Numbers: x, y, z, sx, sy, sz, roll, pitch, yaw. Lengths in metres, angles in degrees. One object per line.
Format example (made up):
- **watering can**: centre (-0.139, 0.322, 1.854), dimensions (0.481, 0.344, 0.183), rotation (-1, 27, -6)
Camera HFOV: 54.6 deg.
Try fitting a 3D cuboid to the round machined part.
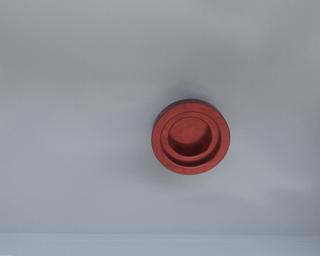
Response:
- **round machined part**: centre (0.038, 0.008, 0.406), dimensions (0.099, 0.042, 0.097), rotation (0, 110, 0)
